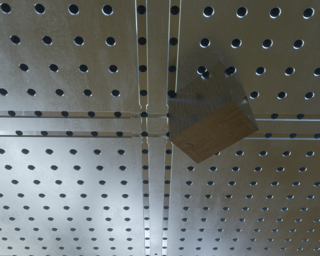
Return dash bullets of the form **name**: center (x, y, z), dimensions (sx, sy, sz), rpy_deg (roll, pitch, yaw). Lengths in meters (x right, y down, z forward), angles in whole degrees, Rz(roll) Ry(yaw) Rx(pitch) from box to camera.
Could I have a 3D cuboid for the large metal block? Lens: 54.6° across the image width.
- **large metal block**: center (0.057, -0.018, 0.360), dimensions (0.080, 0.080, 0.050), rpy_deg (-34, 123, 25)
